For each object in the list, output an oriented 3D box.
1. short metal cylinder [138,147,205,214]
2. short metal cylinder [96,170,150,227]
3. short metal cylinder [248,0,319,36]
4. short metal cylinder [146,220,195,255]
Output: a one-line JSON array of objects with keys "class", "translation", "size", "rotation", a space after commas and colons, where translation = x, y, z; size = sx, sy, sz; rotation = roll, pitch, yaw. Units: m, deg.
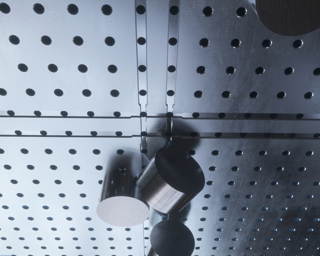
[{"class": "short metal cylinder", "translation": [0.016, 0.073, 0.438], "size": [0.080, 0.080, 0.050], "rotation": [23, 126, -18]}, {"class": "short metal cylinder", "translation": [-0.056, 0.112, 0.490], "size": [0.081, 0.050, 0.079], "rotation": [0, 130, 0]}, {"class": "short metal cylinder", "translation": [0.122, -0.132, 0.283], "size": [0.081, 0.050, 0.079], "rotation": [0, 130, 0]}, {"class": "short metal cylinder", "translation": [0.018, 0.214, 0.558], "size": [0.081, 0.080, 0.050], "rotation": [8, 130, -7]}]
